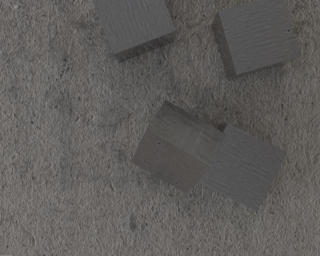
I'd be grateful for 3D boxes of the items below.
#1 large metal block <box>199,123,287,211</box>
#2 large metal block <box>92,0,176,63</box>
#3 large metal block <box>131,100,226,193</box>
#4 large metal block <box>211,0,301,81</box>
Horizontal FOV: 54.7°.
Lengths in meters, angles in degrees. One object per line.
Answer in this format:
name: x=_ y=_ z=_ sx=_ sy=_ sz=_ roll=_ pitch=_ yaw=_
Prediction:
large metal block: x=0.100 y=0.047 z=0.398 sx=0.080 sy=0.050 sz=0.080 roll=26 pitch=90 yaw=-1
large metal block: x=-0.033 y=-0.140 z=0.397 sx=0.080 sy=0.050 sz=0.080 roll=-21 pitch=90 yaw=0
large metal block: x=0.019 y=0.025 z=0.375 sx=0.080 sy=0.080 sz=0.050 roll=30 pitch=54 yaw=1
large metal block: x=0.120 y=-0.114 z=0.398 sx=0.080 sy=0.050 sz=0.080 roll=-16 pitch=90 yaw=0
